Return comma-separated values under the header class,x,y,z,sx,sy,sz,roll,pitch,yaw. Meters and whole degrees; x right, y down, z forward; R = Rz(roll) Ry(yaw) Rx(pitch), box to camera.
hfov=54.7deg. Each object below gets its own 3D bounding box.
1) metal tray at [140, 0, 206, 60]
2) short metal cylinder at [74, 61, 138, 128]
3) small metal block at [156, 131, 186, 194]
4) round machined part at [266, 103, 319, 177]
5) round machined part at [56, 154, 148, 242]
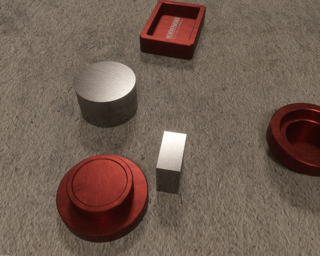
class,x,y,z,sx,sy,sz,roll,pitch,yaw
metal tray,0.026,-0.178,0.549,0.090,0.030,0.130,12,51,9
short metal cylinder,-0.072,-0.047,0.425,0.081,0.050,0.080,0,50,0
small metal block,0.013,0.040,0.354,0.025,0.050,0.050,8,51,6
round machined part,0.180,0.018,0.379,0.099,0.042,0.098,0,50,0
round machined part,-0.062,0.068,0.335,0.099,0.042,0.098,0,50,0
